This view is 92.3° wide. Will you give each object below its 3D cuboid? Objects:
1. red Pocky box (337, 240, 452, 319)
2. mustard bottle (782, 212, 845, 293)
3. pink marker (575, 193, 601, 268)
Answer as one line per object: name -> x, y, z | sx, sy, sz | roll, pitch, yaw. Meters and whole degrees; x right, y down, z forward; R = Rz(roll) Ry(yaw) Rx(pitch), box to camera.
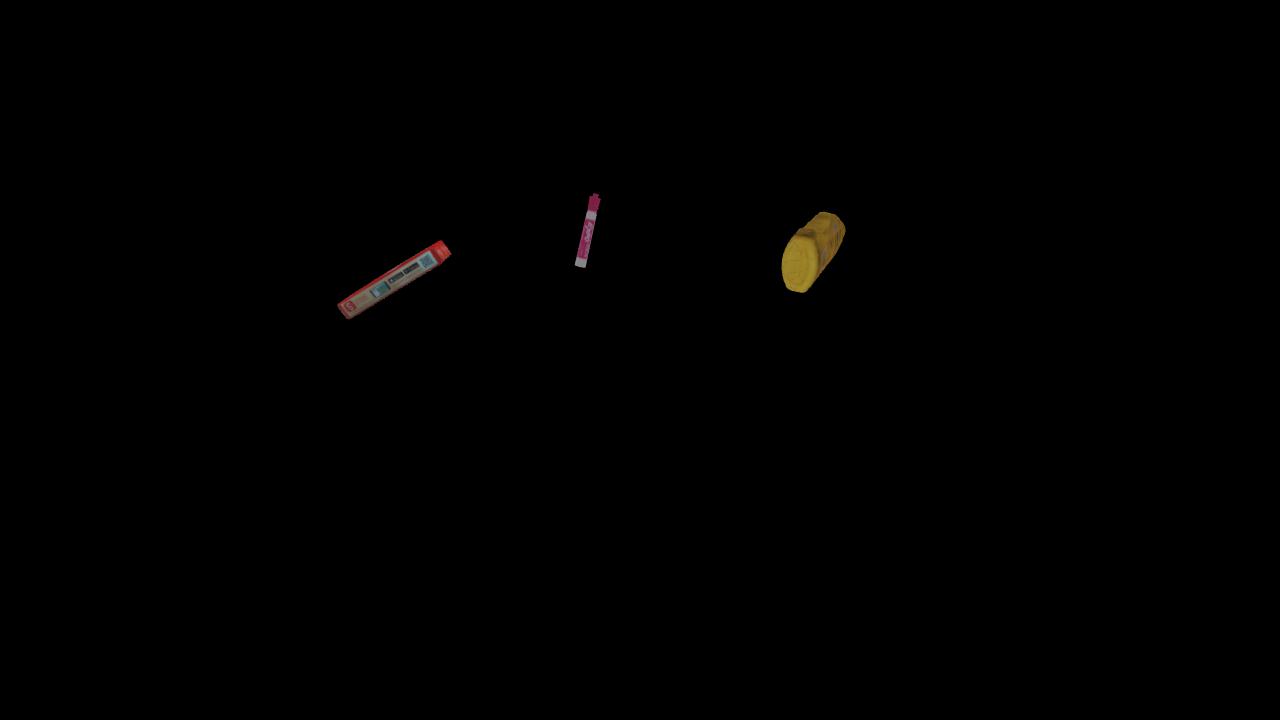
red Pocky box -> -0.342, -0.115, 0.865 | 0.155, 0.028, 0.083 | -31, 18, 2
mustard bottle -> 0.276, -0.178, 0.946 | 0.054, 0.092, 0.184 | 13, 36, 30
pink marker -> -0.086, -0.213, 1.012 | 0.020, 0.121, 0.020 | 13, 14, -3
